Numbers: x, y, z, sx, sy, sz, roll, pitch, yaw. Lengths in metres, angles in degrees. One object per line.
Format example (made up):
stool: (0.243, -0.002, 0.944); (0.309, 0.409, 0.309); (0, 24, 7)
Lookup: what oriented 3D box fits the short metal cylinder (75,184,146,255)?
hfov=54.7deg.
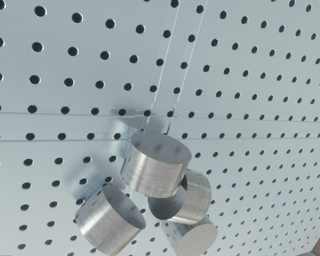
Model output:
short metal cylinder: (-0.065, 0.121, 0.415); (0.050, 0.080, 0.080); (-45, 129, 3)

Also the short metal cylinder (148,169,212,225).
short metal cylinder: (0.028, 0.096, 0.450); (0.050, 0.080, 0.080); (24, 105, -37)

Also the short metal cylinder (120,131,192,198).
short metal cylinder: (-0.005, 0.045, 0.400); (0.081, 0.080, 0.050); (5, 116, -31)

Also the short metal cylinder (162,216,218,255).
short metal cylinder: (0.051, 0.178, 0.533); (0.081, 0.050, 0.079); (-14, 124, -21)
